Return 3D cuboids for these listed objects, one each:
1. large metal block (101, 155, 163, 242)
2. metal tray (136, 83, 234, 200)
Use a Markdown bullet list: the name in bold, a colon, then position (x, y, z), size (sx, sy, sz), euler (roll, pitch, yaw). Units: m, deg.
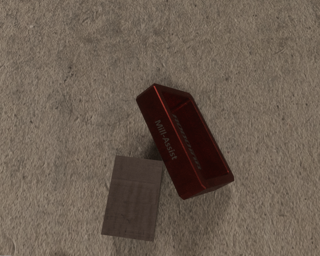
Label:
- **large metal block**: position (-0.027, 0.082, 0.349), size (0.050, 0.080, 0.080), euler (7, 70, 2)
- **metal tray**: position (0.032, 0.014, 0.369), size (0.030, 0.091, 0.130), euler (-35, 70, 28)
